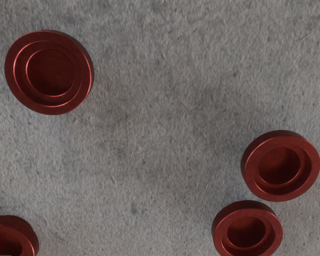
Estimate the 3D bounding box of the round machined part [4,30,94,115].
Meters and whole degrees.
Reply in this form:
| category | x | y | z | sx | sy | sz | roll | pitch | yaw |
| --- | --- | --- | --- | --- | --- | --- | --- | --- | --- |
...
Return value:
| category | x | y | z | sx | sy | sz | roll | pitch | yaw |
| --- | --- | --- | --- | --- | --- | --- | --- | --- | --- |
| round machined part | -0.128 | -0.068 | 0.374 | 0.099 | 0.042 | 0.097 | 0 | 110 | -1 |

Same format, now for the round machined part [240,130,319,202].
| category | x | y | z | sx | sy | sz | roll | pitch | yaw |
| --- | --- | --- | --- | --- | --- | --- | --- | --- | --- |
| round machined part | 0.159 | 0.048 | 0.421 | 0.099 | 0.042 | 0.097 | 0 | 110 | -1 |

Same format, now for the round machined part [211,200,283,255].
| category | x | y | z | sx | sy | sz | roll | pitch | yaw |
| --- | --- | --- | --- | --- | --- | --- | --- | --- | --- |
| round machined part | 0.125 | 0.147 | 0.457 | 0.099 | 0.042 | 0.097 | 0 | 110 | -1 |

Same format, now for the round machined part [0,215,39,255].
| category | x | y | z | sx | sy | sz | roll | pitch | yaw |
| --- | --- | --- | --- | --- | --- | --- | --- | --- | --- |
| round machined part | -0.229 | 0.170 | 0.460 | 0.099 | 0.042 | 0.097 | 0 | 110 | -1 |
